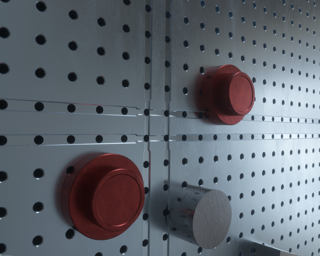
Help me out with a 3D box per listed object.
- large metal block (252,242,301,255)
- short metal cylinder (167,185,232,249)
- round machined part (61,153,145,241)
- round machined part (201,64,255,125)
[{"bbox_3d":[0.210,0.264,0.570,0.080,0.050,0.080,28,73,-37],"label":"large metal block"},{"bbox_3d":[0.057,0.124,0.441,0.081,0.050,0.079,0,90,-40],"label":"short metal cylinder"},{"bbox_3d":[-0.056,0.078,0.351,0.099,0.042,0.097,0,90,-40],"label":"round machined part"},{"bbox_3d":[0.115,-0.053,0.494,0.099,0.042,0.097,0,90,-40],"label":"round machined part"}]
